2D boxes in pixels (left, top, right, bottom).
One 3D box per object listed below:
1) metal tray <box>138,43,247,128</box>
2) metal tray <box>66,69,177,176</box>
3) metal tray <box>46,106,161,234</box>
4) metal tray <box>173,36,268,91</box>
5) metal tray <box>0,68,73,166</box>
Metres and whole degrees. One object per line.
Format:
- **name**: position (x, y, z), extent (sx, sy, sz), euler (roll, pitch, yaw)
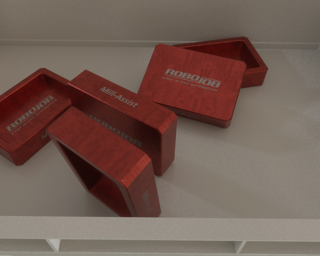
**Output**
- **metal tray**: position (0.044, -0.060, 0.432), extent (0.131, 0.030, 0.090), euler (16, 74, 12)
- **metal tray**: position (-0.044, -0.005, 0.366), extent (0.130, 0.089, 0.030), euler (27, 55, 20)
- **metal tray**: position (-0.047, 0.046, 0.296), extent (0.090, 0.129, 0.030), euler (30, 63, 23)
- **metal tray**: position (0.089, -0.099, 0.486), extent (0.131, 0.030, 0.090), euler (-9, 51, -8)
- **metal tray**: position (-0.173, -0.021, 0.417), extent (0.090, 0.030, 0.131), euler (28, 55, 21)
